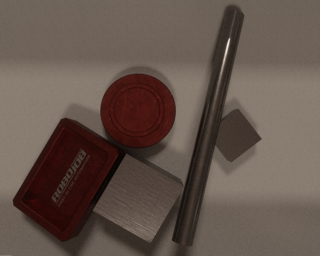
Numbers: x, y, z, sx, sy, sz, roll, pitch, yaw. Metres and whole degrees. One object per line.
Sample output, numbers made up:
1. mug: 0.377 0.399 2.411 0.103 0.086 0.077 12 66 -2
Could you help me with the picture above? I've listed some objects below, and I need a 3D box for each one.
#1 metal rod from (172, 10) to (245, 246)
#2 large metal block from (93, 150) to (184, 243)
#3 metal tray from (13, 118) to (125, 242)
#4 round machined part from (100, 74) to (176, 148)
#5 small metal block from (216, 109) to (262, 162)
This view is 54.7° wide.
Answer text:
1. metal rod: 0.063 -0.008 0.389 0.025 0.025 0.299 15 81 -1
2. large metal block: -0.026 0.085 0.399 0.080 0.050 0.080 30 90 -1
3. metal tray: -0.116 0.064 0.396 0.090 0.030 0.130 31 90 14
4. round machined part: -0.028 -0.022 0.403 0.099 0.042 0.097 0 90 -1
5. small metal block: 0.097 0.010 0.413 0.050 0.025 0.050 -38 91 -1
